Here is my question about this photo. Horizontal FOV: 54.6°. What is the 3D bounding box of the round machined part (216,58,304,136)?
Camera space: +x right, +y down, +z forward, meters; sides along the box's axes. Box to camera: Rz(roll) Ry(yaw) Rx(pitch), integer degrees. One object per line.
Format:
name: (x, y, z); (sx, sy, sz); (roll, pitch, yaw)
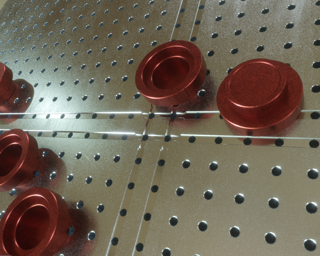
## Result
round machined part: (0.114, -0.043, 0.364); (0.098, 0.042, 0.098); (-13, 56, 21)

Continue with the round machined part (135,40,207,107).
round machined part: (0.018, -0.071, 0.432); (0.098, 0.042, 0.098); (-13, 56, 21)

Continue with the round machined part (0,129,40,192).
round machined part: (-0.230, 0.053, 0.487); (0.098, 0.042, 0.098); (-13, 56, 21)

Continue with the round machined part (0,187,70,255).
round machined part: (-0.158, 0.130, 0.402); (0.098, 0.042, 0.098); (-13, 56, 21)

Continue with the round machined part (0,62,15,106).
round machined part: (-0.334, -0.082, 0.625); (0.098, 0.042, 0.098); (-13, 56, 21)
